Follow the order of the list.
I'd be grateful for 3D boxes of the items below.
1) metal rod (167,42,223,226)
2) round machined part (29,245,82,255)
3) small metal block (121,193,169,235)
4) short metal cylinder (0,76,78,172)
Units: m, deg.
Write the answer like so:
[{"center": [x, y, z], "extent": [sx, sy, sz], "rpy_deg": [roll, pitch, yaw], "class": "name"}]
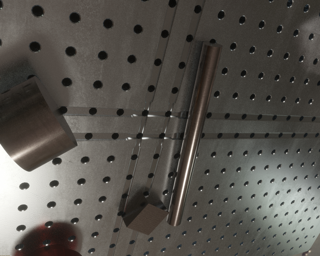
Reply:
[{"center": [0.045, 0.026, 0.453], "extent": [0.025, 0.025, 0.298], "rpy_deg": [-6, 121, -26], "class": "metal rod"}, {"center": [-0.158, 0.208, 0.444], "extent": [0.099, 0.042, 0.097], "rpy_deg": [-14, 125, -21], "class": "round machined part"}, {"center": [-0.023, 0.135, 0.484], "extent": [0.050, 0.025, 0.050], "rpy_deg": [-49, 129, 6], "class": "small metal block"}, {"center": [-0.125, -0.004, 0.306], "extent": [0.050, 0.080, 0.080], "rpy_deg": [-30, 129, -9], "class": "short metal cylinder"}]
